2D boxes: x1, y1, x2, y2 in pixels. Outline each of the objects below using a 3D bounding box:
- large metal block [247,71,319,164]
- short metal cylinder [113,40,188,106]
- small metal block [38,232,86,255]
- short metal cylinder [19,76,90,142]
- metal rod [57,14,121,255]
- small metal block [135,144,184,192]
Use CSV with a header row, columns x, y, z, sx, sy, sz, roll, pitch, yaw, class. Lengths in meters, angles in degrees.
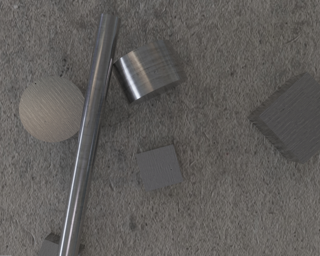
x,y,z,sx,sy,sz,roll,pitch,yaw,class
0.176,-0.012,0.399,0.080,0.050,0.080,-43,90,0,large metal block
-0.013,-0.067,0.382,0.080,0.080,0.050,-25,90,0,short metal cylinder
-0.134,0.174,0.409,0.050,0.025,0.050,21,90,0,small metal block
-0.129,-0.023,0.396,0.081,0.050,0.080,0,90,0,short metal cylinder
-0.086,0.020,0.367,0.025,0.025,0.298,12,97,0,metal rod
-0.001,0.051,0.410,0.050,0.025,0.050,-15,90,0,small metal block
